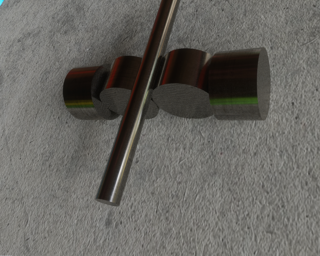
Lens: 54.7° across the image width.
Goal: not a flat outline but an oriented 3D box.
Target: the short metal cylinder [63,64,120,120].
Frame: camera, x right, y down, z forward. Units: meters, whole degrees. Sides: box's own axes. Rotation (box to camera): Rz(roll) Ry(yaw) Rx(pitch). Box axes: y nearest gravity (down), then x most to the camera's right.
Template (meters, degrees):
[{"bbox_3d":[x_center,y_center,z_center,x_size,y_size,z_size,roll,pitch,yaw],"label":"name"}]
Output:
[{"bbox_3d":[-0.093,-0.051,0.450,0.050,0.080,0.080,1,62,29],"label":"short metal cylinder"}]

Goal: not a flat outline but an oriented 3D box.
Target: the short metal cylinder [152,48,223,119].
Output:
[{"bbox_3d":[0.035,-0.053,0.383,0.080,0.080,0.050,1,62,28],"label":"short metal cylinder"}]

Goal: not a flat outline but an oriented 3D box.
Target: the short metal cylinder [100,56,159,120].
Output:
[{"bbox_3d":[-0.035,-0.053,0.421,0.080,0.080,0.050,1,62,28],"label":"short metal cylinder"}]

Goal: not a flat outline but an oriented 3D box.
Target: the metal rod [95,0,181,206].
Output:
[{"bbox_3d":[-0.017,-0.057,0.370,0.025,0.025,0.300,1,62,28],"label":"metal rod"}]

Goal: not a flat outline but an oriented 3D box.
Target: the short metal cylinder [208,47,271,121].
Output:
[{"bbox_3d":[0.093,-0.048,0.351,0.050,0.080,0.080,1,62,29],"label":"short metal cylinder"}]
